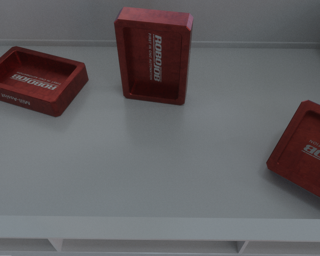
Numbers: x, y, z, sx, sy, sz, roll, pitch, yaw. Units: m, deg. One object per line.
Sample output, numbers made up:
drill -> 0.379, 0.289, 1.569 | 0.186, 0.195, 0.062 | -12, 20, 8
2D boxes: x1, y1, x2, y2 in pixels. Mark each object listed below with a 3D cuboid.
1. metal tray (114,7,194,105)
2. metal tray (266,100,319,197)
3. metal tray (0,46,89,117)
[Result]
metal tray -> -0.007, -0.090, 0.412 | 0.090, 0.129, 0.030 | 8, 51, 6
metal tray -> 0.198, 0.037, 0.339 | 0.130, 0.030, 0.090 | 30, 93, 23
metal tray -> -0.186, -0.072, 0.461 | 0.130, 0.030, 0.090 | 16, 52, 13
